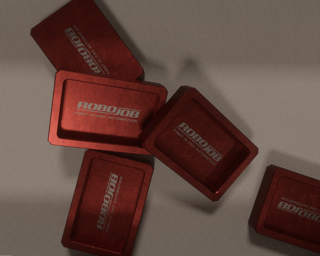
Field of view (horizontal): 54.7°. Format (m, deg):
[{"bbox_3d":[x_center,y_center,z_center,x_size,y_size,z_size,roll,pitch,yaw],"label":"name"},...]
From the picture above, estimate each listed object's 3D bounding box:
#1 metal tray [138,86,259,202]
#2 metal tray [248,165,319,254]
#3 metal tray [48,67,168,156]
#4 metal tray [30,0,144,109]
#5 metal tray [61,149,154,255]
[{"bbox_3d":[0.050,0.021,0.387,0.130,0.030,0.090,40,90,-21],"label":"metal tray"},{"bbox_3d":[0.196,0.111,0.411,0.131,0.030,0.090,19,90,-1],"label":"metal tray"},{"bbox_3d":[-0.064,-0.019,0.382,0.131,0.030,0.089,8,104,-15],"label":"metal tray"},{"bbox_3d":[-0.093,-0.097,0.408,0.090,0.030,0.130,-36,90,-1],"label":"metal tray"},{"bbox_3d":[-0.067,0.099,0.408,0.091,0.030,0.129,15,90,-1],"label":"metal tray"}]
